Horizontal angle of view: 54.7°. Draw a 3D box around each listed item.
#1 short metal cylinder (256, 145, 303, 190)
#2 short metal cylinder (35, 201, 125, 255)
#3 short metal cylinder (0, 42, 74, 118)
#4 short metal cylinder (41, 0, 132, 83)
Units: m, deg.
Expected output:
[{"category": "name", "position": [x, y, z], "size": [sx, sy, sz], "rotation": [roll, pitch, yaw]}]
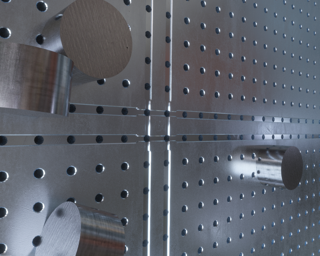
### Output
[{"category": "short metal cylinder", "position": [0.224, 0.072, 0.581], "size": [0.081, 0.050, 0.079], "rotation": [0, 90, -40]}, {"category": "short metal cylinder", "position": [-0.080, 0.119, 0.306], "size": [0.050, 0.080, 0.080], "rotation": [29, 72, -37]}, {"category": "short metal cylinder", "position": [-0.120, -0.038, 0.273], "size": [0.081, 0.080, 0.050], "rotation": [8, 86, -40]}, {"category": "short metal cylinder", "position": [-0.077, -0.090, 0.328], "size": [0.081, 0.050, 0.079], "rotation": [0, 90, -40]}]
